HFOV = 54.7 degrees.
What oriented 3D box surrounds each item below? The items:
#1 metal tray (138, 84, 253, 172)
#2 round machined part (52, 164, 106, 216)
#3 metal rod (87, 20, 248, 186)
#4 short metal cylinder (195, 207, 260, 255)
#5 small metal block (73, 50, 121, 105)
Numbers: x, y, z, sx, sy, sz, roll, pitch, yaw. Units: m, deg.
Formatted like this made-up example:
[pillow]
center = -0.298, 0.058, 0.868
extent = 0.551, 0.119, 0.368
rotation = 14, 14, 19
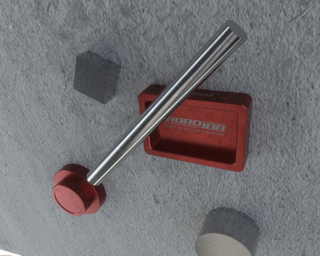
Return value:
[metal tray]
center = 0.041, -0.001, 0.379
extent = 0.130, 0.030, 0.089
rotation = 9, 122, 23
[round machined part]
center = -0.148, 0.114, 0.542
extent = 0.098, 0.042, 0.097
rotation = 13, 124, 20
[metal rod]
center = -0.014, -0.006, 0.369
extent = 0.025, 0.025, 0.299
rotation = 44, 129, -3
[short metal cylinder]
center = 0.096, 0.160, 0.439
extent = 0.080, 0.050, 0.079
rotation = 13, 124, 20
[small metal block]
center = -0.084, -0.067, 0.408
extent = 0.050, 0.025, 0.050
rotation = 27, 128, 11
